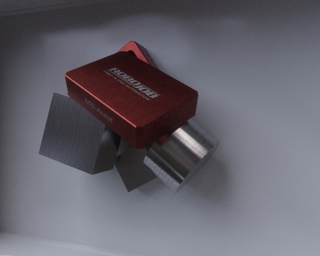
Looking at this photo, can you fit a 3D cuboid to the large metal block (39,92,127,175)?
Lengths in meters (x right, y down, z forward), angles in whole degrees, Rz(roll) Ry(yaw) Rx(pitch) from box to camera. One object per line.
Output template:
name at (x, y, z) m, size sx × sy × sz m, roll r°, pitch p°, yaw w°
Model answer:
large metal block at (-0.096, 0.005, 0.394) m, size 0.080 × 0.050 × 0.080 m, roll 17°, pitch 96°, yaw 18°

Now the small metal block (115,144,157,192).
small metal block at (-0.028, 0.051, 0.418) m, size 0.050 × 0.025 × 0.050 m, roll -30°, pitch 80°, yaw 17°

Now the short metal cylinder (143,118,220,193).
short metal cylinder at (0.026, 0.031, 0.370) m, size 0.050 × 0.080 × 0.080 m, roll 41°, pitch 103°, yaw 15°

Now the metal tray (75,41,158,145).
metal tray at (-0.057, -0.043, 0.425) m, size 0.130 × 0.030 × 0.090 m, roll -35°, pitch 79°, yaw 16°

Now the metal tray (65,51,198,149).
metal tray at (-0.034, -0.039, 0.354) m, size 0.130 × 0.091 × 0.030 m, roll 35°, pitch 140°, yaw 31°
